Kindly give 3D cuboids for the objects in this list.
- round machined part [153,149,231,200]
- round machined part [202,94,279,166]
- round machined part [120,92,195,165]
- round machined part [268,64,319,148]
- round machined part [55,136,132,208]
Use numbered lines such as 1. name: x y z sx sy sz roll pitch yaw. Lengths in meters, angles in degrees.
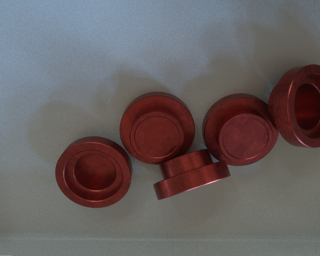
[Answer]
1. round machined part: 0.037 0.058 0.402 0.098 0.098 0.042 -20 78 7
2. round machined part: 0.107 0.007 0.406 0.099 0.042 0.097 0 110 0
3. round machined part: -0.003 0.005 0.404 0.099 0.042 0.097 0 110 0
4. round machined part: 0.172 -0.026 0.378 0.099 0.042 0.097 -1 91 -29
5. round machined part: -0.087 0.056 0.422 0.099 0.042 0.097 0 110 0
